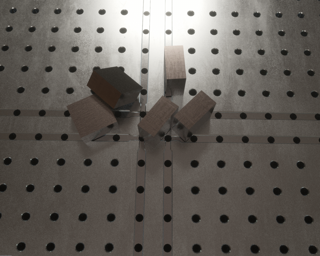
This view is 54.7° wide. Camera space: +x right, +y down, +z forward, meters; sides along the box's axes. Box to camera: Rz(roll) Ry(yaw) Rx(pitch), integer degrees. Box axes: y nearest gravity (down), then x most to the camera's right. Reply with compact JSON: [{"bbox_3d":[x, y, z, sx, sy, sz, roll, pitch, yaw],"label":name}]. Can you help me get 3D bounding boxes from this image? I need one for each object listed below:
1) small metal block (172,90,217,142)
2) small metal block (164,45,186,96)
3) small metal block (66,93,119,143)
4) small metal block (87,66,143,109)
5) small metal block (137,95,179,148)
[{"bbox_3d":[0.043,-0.015,0.404,0.050,0.050,0.025,-43,76,-14],"label":"small metal block"},{"bbox_3d":[0.020,-0.078,0.427,0.025,0.050,0.050,-3,70,-1],"label":"small metal block"},{"bbox_3d":[-0.089,-0.015,0.416,0.050,0.025,0.050,-26,72,-9],"label":"small metal block"},{"bbox_3d":[-0.060,-0.056,0.417,0.050,0.025,0.050,40,31,13],"label":"small metal block"},{"bbox_3d":[-0.002,-0.007,0.401,0.025,0.050,0.050,36,74,12],"label":"small metal block"}]
